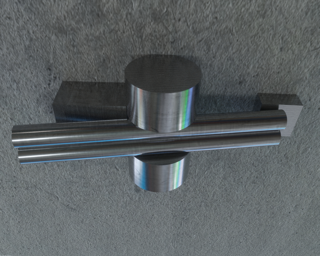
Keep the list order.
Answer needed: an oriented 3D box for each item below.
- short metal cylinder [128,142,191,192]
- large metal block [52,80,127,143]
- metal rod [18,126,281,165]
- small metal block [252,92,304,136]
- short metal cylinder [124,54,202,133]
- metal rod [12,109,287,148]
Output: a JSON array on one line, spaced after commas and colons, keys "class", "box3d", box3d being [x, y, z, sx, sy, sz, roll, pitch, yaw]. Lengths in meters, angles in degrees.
[{"class": "short metal cylinder", "box3d": [-0.001, 0.036, 0.403, 0.081, 0.080, 0.050, 1, 130, -1]}, {"class": "large metal block", "box3d": [-0.079, -0.010, 0.383, 0.081, 0.050, 0.079, 1, 130, -2]}, {"class": "metal rod", "box3d": [-0.005, 0.019, 0.366, 0.302, 0.025, 0.025, -4, 131, -8]}, {"class": "small metal block", "box3d": [0.146, -0.017, 0.396, 0.050, 0.025, 0.050, 2, 130, -2]}, {"class": "short metal cylinder", "box3d": [0.003, -0.040, 0.339, 0.081, 0.080, 0.050, 1, 130, -1]}, {"class": "metal rod", "box3d": [-0.004, 0.000, 0.350, 0.302, 0.025, 0.025, -4, 131, -8]}]
